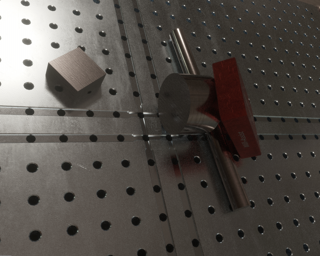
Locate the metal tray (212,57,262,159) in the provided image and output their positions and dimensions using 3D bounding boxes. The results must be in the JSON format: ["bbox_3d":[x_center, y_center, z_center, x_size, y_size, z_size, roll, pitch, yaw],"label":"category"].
[{"bbox_3d":[0.108,-0.023,0.429,0.130,0.030,0.090,48,33,-53],"label":"metal tray"}]

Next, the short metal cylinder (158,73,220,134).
[{"bbox_3d":[0.039,-0.032,0.415,0.050,0.080,0.080,-1,63,-29],"label":"short metal cylinder"}]

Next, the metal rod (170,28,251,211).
[{"bbox_3d":[0.068,-0.027,0.462,0.025,0.025,0.299,-2,63,-30],"label":"metal rod"}]

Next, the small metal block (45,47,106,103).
[{"bbox_3d":[-0.106,-0.068,0.394,0.050,0.025,0.050,45,51,2],"label":"small metal block"}]
